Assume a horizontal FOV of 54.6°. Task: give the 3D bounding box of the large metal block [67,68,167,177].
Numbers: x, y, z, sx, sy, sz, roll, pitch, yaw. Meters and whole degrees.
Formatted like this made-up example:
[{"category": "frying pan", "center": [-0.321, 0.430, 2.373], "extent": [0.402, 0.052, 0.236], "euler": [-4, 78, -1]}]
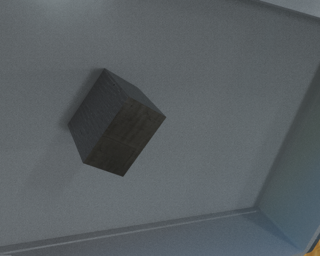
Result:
[{"category": "large metal block", "center": [-0.051, -0.008, 0.340], "extent": [0.050, 0.080, 0.080], "euler": [28, 103, -38]}]
